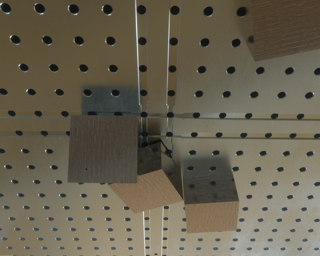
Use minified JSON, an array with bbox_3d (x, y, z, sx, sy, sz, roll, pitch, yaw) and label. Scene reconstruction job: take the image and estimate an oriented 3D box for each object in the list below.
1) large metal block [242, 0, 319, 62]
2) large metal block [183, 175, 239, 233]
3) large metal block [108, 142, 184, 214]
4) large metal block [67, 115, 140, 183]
[{"bbox_3d":[0.124,-0.118,0.296,0.080,0.050,0.080,-11,130,9],"label":"large metal block"},{"bbox_3d":[0.081,0.124,0.501,0.080,0.050,0.080,-5,130,4],"label":"large metal block"},{"bbox_3d":[-0.019,0.075,0.457,0.080,0.050,0.080,-19,130,15],"label":"large metal block"},{"bbox_3d":[-0.067,0.027,0.390,0.080,0.080,0.050,1,173,-1],"label":"large metal block"}]
